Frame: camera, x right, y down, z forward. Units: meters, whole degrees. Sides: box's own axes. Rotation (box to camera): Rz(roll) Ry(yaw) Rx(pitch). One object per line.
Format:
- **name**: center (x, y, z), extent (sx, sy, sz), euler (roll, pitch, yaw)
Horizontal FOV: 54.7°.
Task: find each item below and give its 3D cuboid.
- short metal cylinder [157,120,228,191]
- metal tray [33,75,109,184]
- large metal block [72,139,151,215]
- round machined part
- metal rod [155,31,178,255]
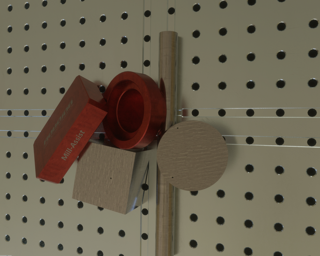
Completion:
- **short metal cylinder**: center (0.036, 0.031, 0.372), extent (0.081, 0.050, 0.079), euler (0, 90, 0)
- **metal tray**: center (-0.127, 0.000, 0.429), extent (0.130, 0.030, 0.090), euler (-53, 36, 12)
- **large metal block**: center (-0.065, 0.062, 0.422), extent (0.080, 0.050, 0.079), euler (11, 94, 19)
- **round machined part**: center (-0.030, -0.022, 0.400), extent (0.098, 0.042, 0.097), euler (-1, 88, 45)
- **metal rod**: center (0.009, 0.024, 0.410), extent (0.025, 0.025, 0.298), euler (1, 90, 20)
